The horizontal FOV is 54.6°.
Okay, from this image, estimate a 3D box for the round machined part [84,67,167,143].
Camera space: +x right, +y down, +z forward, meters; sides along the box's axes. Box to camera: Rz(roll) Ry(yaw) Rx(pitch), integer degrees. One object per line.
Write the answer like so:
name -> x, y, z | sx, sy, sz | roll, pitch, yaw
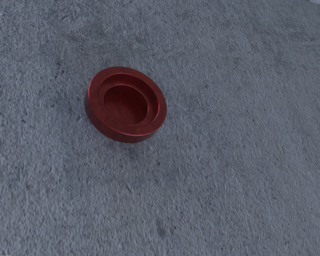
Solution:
round machined part -> -0.044, -0.025, 0.384 | 0.099, 0.042, 0.098 | 13, 56, -21
